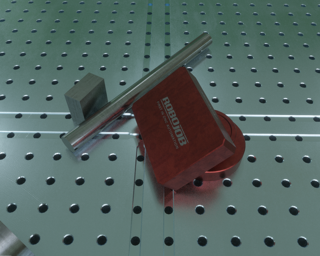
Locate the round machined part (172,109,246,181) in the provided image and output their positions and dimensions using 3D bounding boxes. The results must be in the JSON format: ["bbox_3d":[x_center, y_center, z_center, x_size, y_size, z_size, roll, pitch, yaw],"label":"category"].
[{"bbox_3d":[0.057,0.014,0.386,0.099,0.042,0.098,1,49,0],"label":"round machined part"}]

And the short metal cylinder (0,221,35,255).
[{"bbox_3d":[-0.157,0.110,0.277,0.080,0.080,0.050,31,56,23],"label":"short metal cylinder"}]

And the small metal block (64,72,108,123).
[{"bbox_3d":[-0.098,-0.039,0.422,0.025,0.050,0.050,24,54,18],"label":"small metal block"}]

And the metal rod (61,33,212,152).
[{"bbox_3d":[-0.017,-0.066,0.462,0.025,0.025,0.302,33,57,24],"label":"metal rod"}]

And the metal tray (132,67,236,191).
[{"bbox_3d":[0.022,-0.003,0.375,0.090,0.030,0.130,-36,50,18],"label":"metal tray"}]
